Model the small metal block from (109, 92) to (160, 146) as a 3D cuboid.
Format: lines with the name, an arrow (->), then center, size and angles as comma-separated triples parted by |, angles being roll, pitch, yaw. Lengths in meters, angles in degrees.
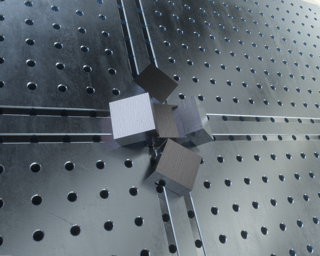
small metal block -> -0.032, -0.010, 0.381 | 0.050, 0.025, 0.050 | -14, 65, 5

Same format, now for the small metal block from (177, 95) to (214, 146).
small metal block -> 0.048, -0.009, 0.422 | 0.050, 0.025, 0.050 | 39, 34, -58

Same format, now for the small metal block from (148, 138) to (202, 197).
small metal block -> 0.019, 0.049, 0.387 | 0.050, 0.025, 0.050 | 29, 53, -8

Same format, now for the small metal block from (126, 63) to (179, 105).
small metal block -> -0.010, -0.056, 0.437 | 0.050, 0.025, 0.050 | 39, 50, -1

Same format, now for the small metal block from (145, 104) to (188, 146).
small metal block -> 0.004, -0.004, 0.412 | 0.050, 0.025, 0.050 | 1, 60, -28
